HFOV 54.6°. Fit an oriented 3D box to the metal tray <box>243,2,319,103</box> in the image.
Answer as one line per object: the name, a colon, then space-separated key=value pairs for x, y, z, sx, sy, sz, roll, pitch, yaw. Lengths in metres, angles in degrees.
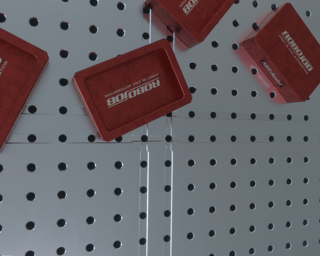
metal tray: x=0.202 y=-0.114 z=0.484 sx=0.130 sy=0.030 sz=0.090 roll=47 pitch=76 yaw=-14

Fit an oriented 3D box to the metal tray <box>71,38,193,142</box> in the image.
metal tray: x=-0.033 y=-0.049 z=0.397 sx=0.131 sy=0.030 sz=0.090 roll=-26 pitch=99 yaw=-18

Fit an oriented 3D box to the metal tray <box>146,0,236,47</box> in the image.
metal tray: x=0.055 y=-0.190 z=0.429 sx=0.090 sy=0.030 sz=0.130 roll=41 pitch=77 yaw=-15

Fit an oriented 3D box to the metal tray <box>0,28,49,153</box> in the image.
metal tray: x=-0.192 y=-0.044 z=0.338 sx=0.090 sy=0.030 sz=0.130 roll=27 pitch=81 yaw=-18
